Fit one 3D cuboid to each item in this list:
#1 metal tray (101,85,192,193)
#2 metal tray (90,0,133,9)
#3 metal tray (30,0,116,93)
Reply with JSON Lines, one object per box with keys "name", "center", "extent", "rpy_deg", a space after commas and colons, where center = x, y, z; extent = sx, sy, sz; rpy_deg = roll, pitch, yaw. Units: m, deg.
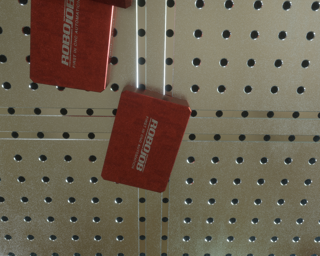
{"name": "metal tray", "center": [-0.020, 0.017, 0.417], "extent": [0.091, 0.030, 0.129], "rpy_deg": [15, 109, -6]}
{"name": "metal tray", "center": [-0.085, -0.184, 0.318], "extent": [0.131, 0.030, 0.090], "rpy_deg": [12, 81, -3]}
{"name": "metal tray", "center": [-0.102, -0.114, 0.367], "extent": [0.091, 0.030, 0.129], "rpy_deg": [8, 110, -4]}
